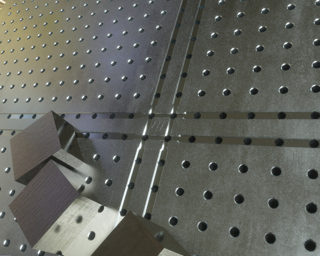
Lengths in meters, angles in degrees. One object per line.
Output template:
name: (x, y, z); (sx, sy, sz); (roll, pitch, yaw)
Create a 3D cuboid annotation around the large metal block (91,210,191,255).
large metal block: (-0.022, 0.137, 0.301); (0.080, 0.080, 0.050); (-49, 51, -6)

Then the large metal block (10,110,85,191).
large metal block: (-0.169, 0.034, 0.462); (0.080, 0.050, 0.080); (-34, 51, 6)

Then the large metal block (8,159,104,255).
large metal block: (-0.135, 0.101, 0.403); (0.080, 0.050, 0.080); (-49, 51, -7)
